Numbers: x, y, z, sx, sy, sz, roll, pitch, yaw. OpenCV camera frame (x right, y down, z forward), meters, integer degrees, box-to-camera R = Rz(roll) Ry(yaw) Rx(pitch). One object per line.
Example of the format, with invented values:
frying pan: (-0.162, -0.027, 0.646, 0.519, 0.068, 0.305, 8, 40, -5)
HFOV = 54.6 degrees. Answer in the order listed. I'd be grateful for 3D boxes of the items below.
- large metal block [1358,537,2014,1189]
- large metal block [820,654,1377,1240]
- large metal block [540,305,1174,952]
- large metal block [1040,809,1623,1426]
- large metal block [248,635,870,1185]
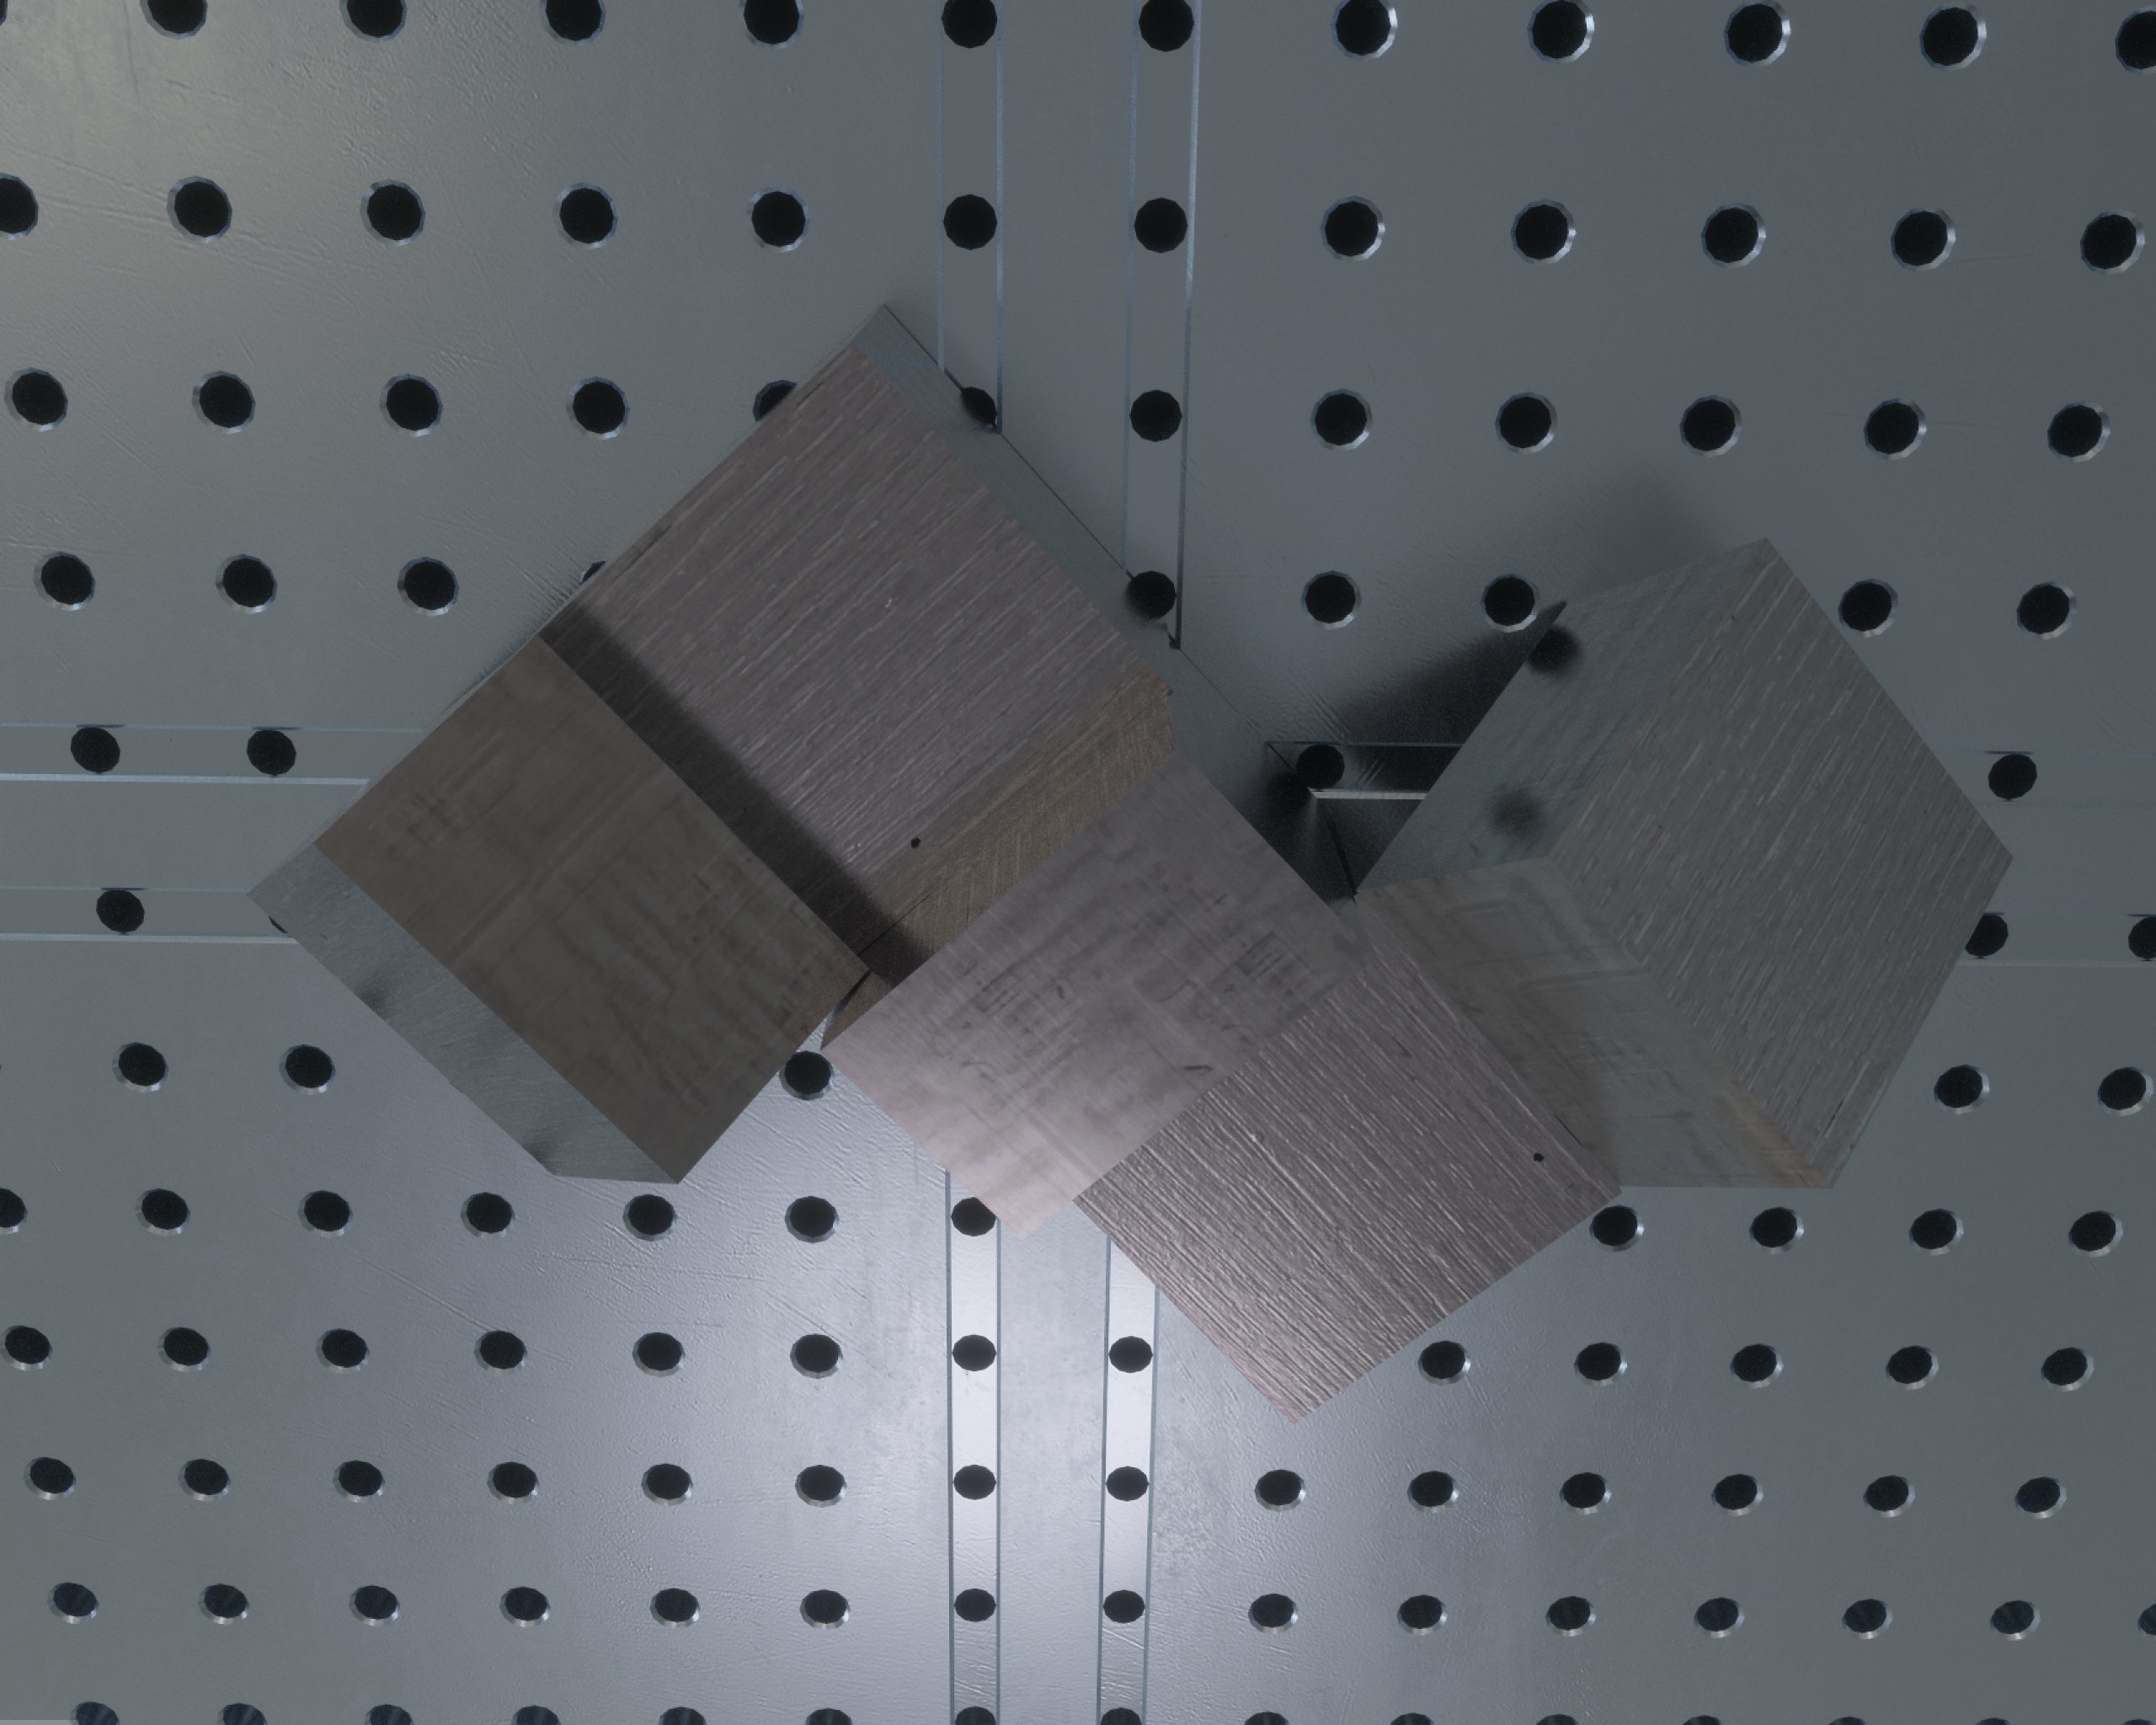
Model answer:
large metal block: (0.111, 0.002, 0.379, 0.080, 0.050, 0.080, 47, 63, -16)
large metal block: (0.003, 0.009, 0.387, 0.080, 0.080, 0.050, -40, 107, 13)
large metal block: (-0.040, -0.042, 0.384, 0.080, 0.050, 0.080, -39, 106, 14)
large metal block: (0.047, 0.050, 0.418, 0.080, 0.050, 0.080, -39, 104, 13)
large metal block: (-0.097, 0.012, 0.380, 0.080, 0.080, 0.050, 47, 65, -15)
